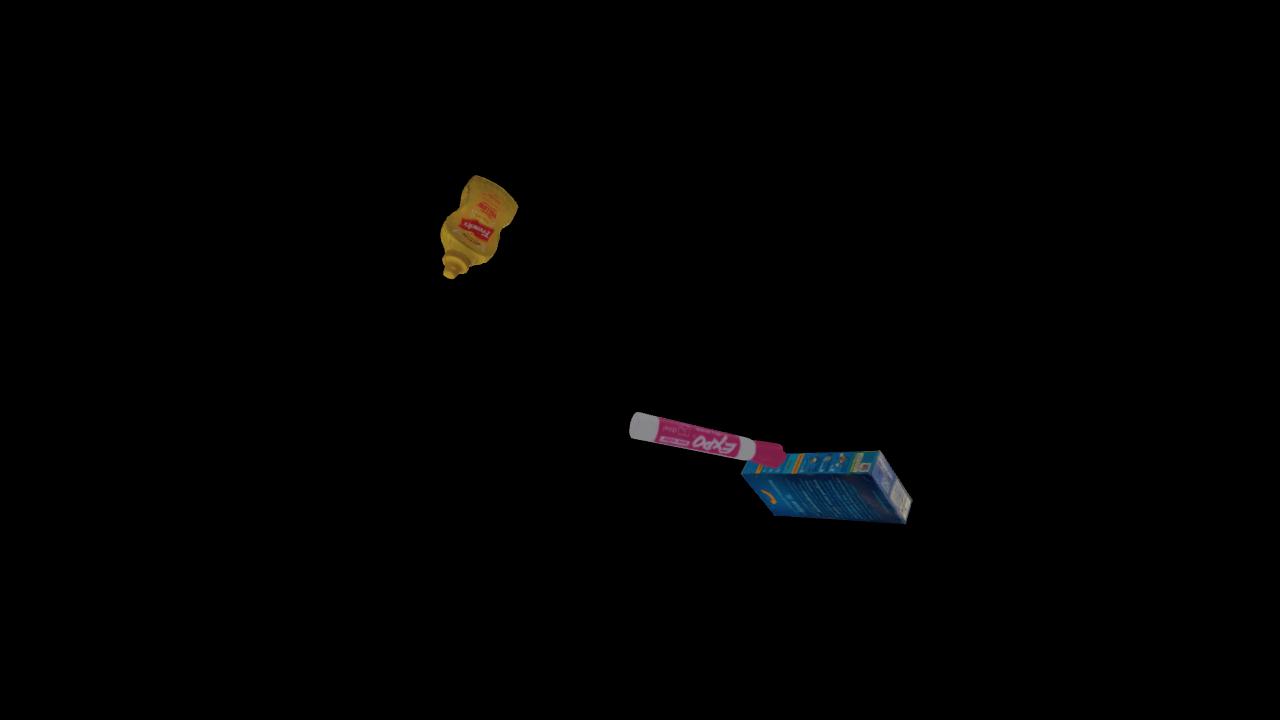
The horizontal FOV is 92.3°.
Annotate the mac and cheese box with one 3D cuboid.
[{"bbox_3d":[0.223,0.155,0.753,0.184,0.041,0.093,-11,-53,48],"label":"mac and cheese box"}]

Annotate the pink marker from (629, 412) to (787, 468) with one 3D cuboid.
[{"bbox_3d":[0.051,0.059,0.441,0.121,0.020,0.020,14,-5,-18],"label":"pink marker"}]

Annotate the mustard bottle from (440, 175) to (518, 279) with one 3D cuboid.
[{"bbox_3d":[-0.266,-0.202,0.978,0.092,0.184,0.054,37,-35,-30],"label":"mustard bottle"}]
